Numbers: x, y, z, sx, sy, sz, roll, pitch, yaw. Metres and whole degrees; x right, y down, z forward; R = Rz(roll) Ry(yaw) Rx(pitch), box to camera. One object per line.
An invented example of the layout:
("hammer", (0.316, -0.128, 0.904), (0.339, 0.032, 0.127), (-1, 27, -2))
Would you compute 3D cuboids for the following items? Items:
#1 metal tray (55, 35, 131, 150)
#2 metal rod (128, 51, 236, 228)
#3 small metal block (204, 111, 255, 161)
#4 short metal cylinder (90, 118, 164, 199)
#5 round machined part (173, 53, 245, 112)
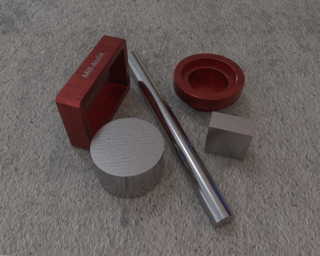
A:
("metal tray", (-0.079, -0.047, 0.401), (0.030, 0.089, 0.130), (14, 51, 11))
("metal rod", (0.011, -0.008, 0.412), (0.025, 0.025, 0.300), (-17, 52, -14))
("small metal block", (0.083, 0.010, 0.377), (0.050, 0.050, 0.025), (13, 51, 10))
("short metal cylinder", (-0.036, 0.035, 0.359), (0.081, 0.050, 0.080), (0, 50, 0))
("round machined part", (0.068, -0.061, 0.446), (0.099, 0.042, 0.098), (0, 50, 0))
